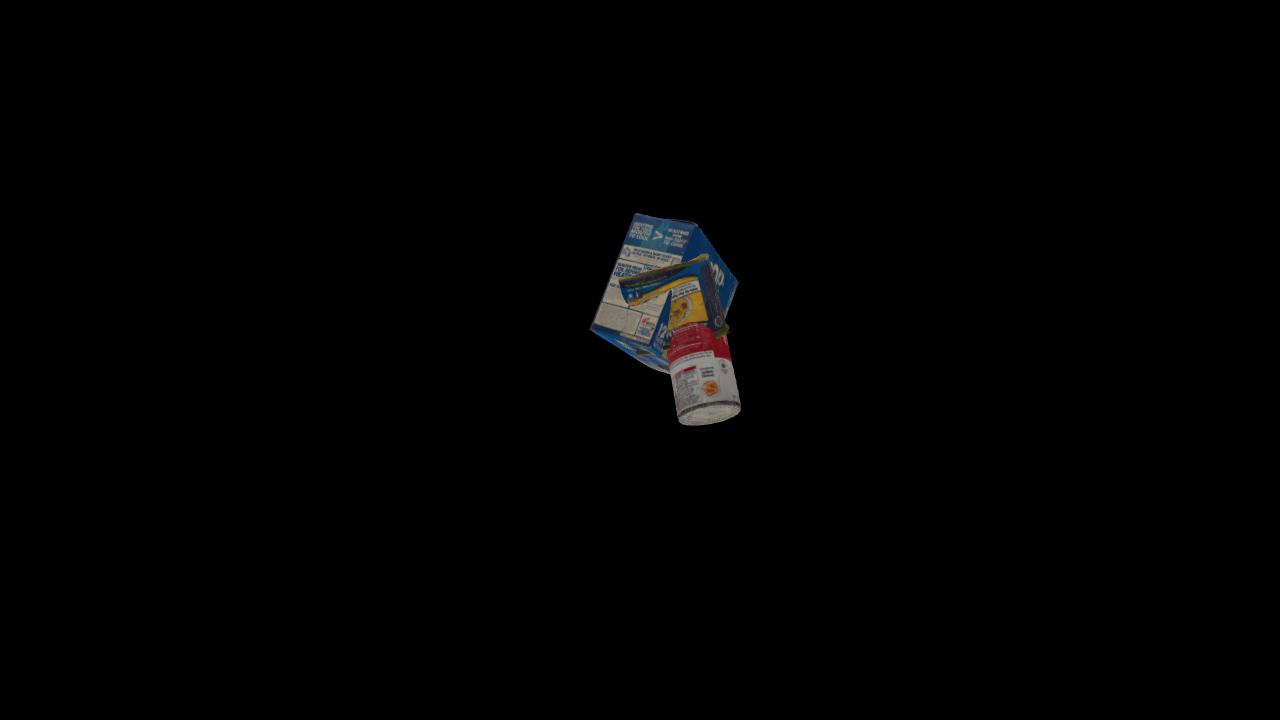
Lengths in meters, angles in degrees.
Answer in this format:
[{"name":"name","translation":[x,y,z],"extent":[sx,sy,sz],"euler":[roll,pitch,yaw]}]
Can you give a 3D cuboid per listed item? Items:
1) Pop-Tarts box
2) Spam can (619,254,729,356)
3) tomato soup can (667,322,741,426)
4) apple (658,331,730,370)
[{"name":"Pop-Tarts box","translation":[0.036,-0.065,0.712],"extent":[0.083,0.141,0.167],"euler":[17,-7,27]},{"name":"Spam can","translation":[0.035,-0.059,0.651],"extent":[0.101,0.085,0.058],"euler":[-13,13,15]},{"name":"tomato soup can","translation":[0.064,0.011,0.641],"extent":[0.068,0.101,0.068],"euler":[-7,-22,-3]},{"name":"apple","translation":[0.059,-0.024,0.712],"extent":[0.093,0.079,0.079],"euler":[-11,-3,15]}]
